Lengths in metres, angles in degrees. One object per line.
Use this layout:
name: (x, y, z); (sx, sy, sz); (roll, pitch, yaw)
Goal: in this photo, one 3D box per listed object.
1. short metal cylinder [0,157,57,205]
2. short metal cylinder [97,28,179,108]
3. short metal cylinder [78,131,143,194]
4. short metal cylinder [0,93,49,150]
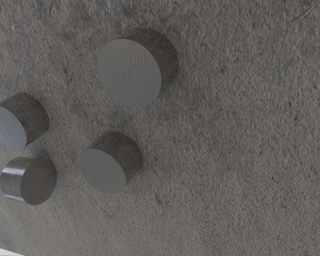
short metal cylinder: (-0.232, 0.093, 0.552); (0.050, 0.080, 0.079); (4, 120, 26)
short metal cylinder: (-0.025, -0.070, 0.360); (0.080, 0.050, 0.079); (13, 124, 21)
short metal cylinder: (-0.073, 0.051, 0.461); (0.080, 0.050, 0.079); (13, 124, 21)
short metal cylinder: (-0.231, -0.011, 0.506); (0.080, 0.050, 0.079); (13, 124, 21)
